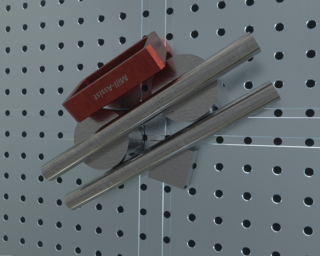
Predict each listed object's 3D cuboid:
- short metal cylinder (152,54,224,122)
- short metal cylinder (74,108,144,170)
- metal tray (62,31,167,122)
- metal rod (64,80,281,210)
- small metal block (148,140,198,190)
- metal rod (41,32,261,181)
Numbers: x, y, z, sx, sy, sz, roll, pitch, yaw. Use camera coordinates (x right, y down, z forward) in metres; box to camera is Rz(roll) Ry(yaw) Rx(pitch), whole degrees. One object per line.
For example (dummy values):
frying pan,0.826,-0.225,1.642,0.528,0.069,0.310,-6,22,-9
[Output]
short metal cylinder,0.036,-0.047,0.386,0.080,0.050,0.079,0,90,19
short metal cylinder,-0.068,0.014,0.422,0.080,0.050,0.079,0,90,19
metal tray,-0.054,-0.067,0.395,0.130,0.090,0.030,-30,112,17
metal rod,0.002,0.030,0.383,0.300,0.025,0.025,-30,81,17
small metal block,0.017,0.047,0.405,0.050,0.025,0.050,16,95,19
metal rod,-0.024,-0.016,0.366,0.300,0.025,0.025,-31,80,17
